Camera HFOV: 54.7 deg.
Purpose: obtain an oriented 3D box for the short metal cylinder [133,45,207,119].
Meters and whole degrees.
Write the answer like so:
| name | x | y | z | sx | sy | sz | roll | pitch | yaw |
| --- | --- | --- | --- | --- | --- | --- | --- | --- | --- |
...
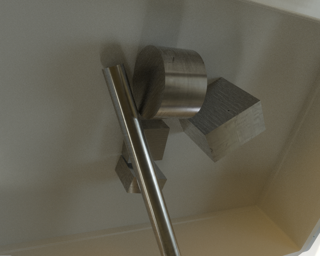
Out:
| name | x | y | z | sx | sy | sz | roll | pitch | yaw |
| --- | --- | --- | --- | --- | --- | --- | --- | --- | --- |
| short metal cylinder | 0.008 | -0.050 | 0.348 | 0.050 | 0.080 | 0.079 | -1 | 119 | -28 |

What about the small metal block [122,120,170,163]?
| name | x | y | z | sx | sy | sz | roll | pitch | yaw |
| --- | --- | --- | --- | --- | --- | --- | --- | --- | --- |
| small metal block | -0.020 | 0.017 | 0.410 | 0.050 | 0.025 | 0.050 | -2 | 119 | -28 |

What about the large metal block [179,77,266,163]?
| name | x | y | z | sx | sy | sz | roll | pitch | yaw |
| --- | --- | --- | --- | --- | --- | --- | --- | --- | --- |
| large metal block | 0.077 | -0.014 | 0.409 | 0.080 | 0.080 | 0.050 | -31 | 129 | -8 |

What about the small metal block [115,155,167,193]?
| name | x | y | z | sx | sy | sz | roll | pitch | yaw |
| --- | --- | --- | --- | --- | --- | --- | --- | --- | --- |
| small metal block | -0.027 | 0.063 | 0.418 | 0.050 | 0.050 | 0.025 | 10 | 113 | -33 |

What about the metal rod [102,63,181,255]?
| name | x | y | z | sx | sy | sz | roll | pitch | yaw |
| --- | --- | --- | --- | --- | --- | --- | --- | --- | --- |
| metal rod | -0.012 | 0.071 | 0.376 | 0.025 | 0.025 | 0.298 | -20 | 104 | -17 |
